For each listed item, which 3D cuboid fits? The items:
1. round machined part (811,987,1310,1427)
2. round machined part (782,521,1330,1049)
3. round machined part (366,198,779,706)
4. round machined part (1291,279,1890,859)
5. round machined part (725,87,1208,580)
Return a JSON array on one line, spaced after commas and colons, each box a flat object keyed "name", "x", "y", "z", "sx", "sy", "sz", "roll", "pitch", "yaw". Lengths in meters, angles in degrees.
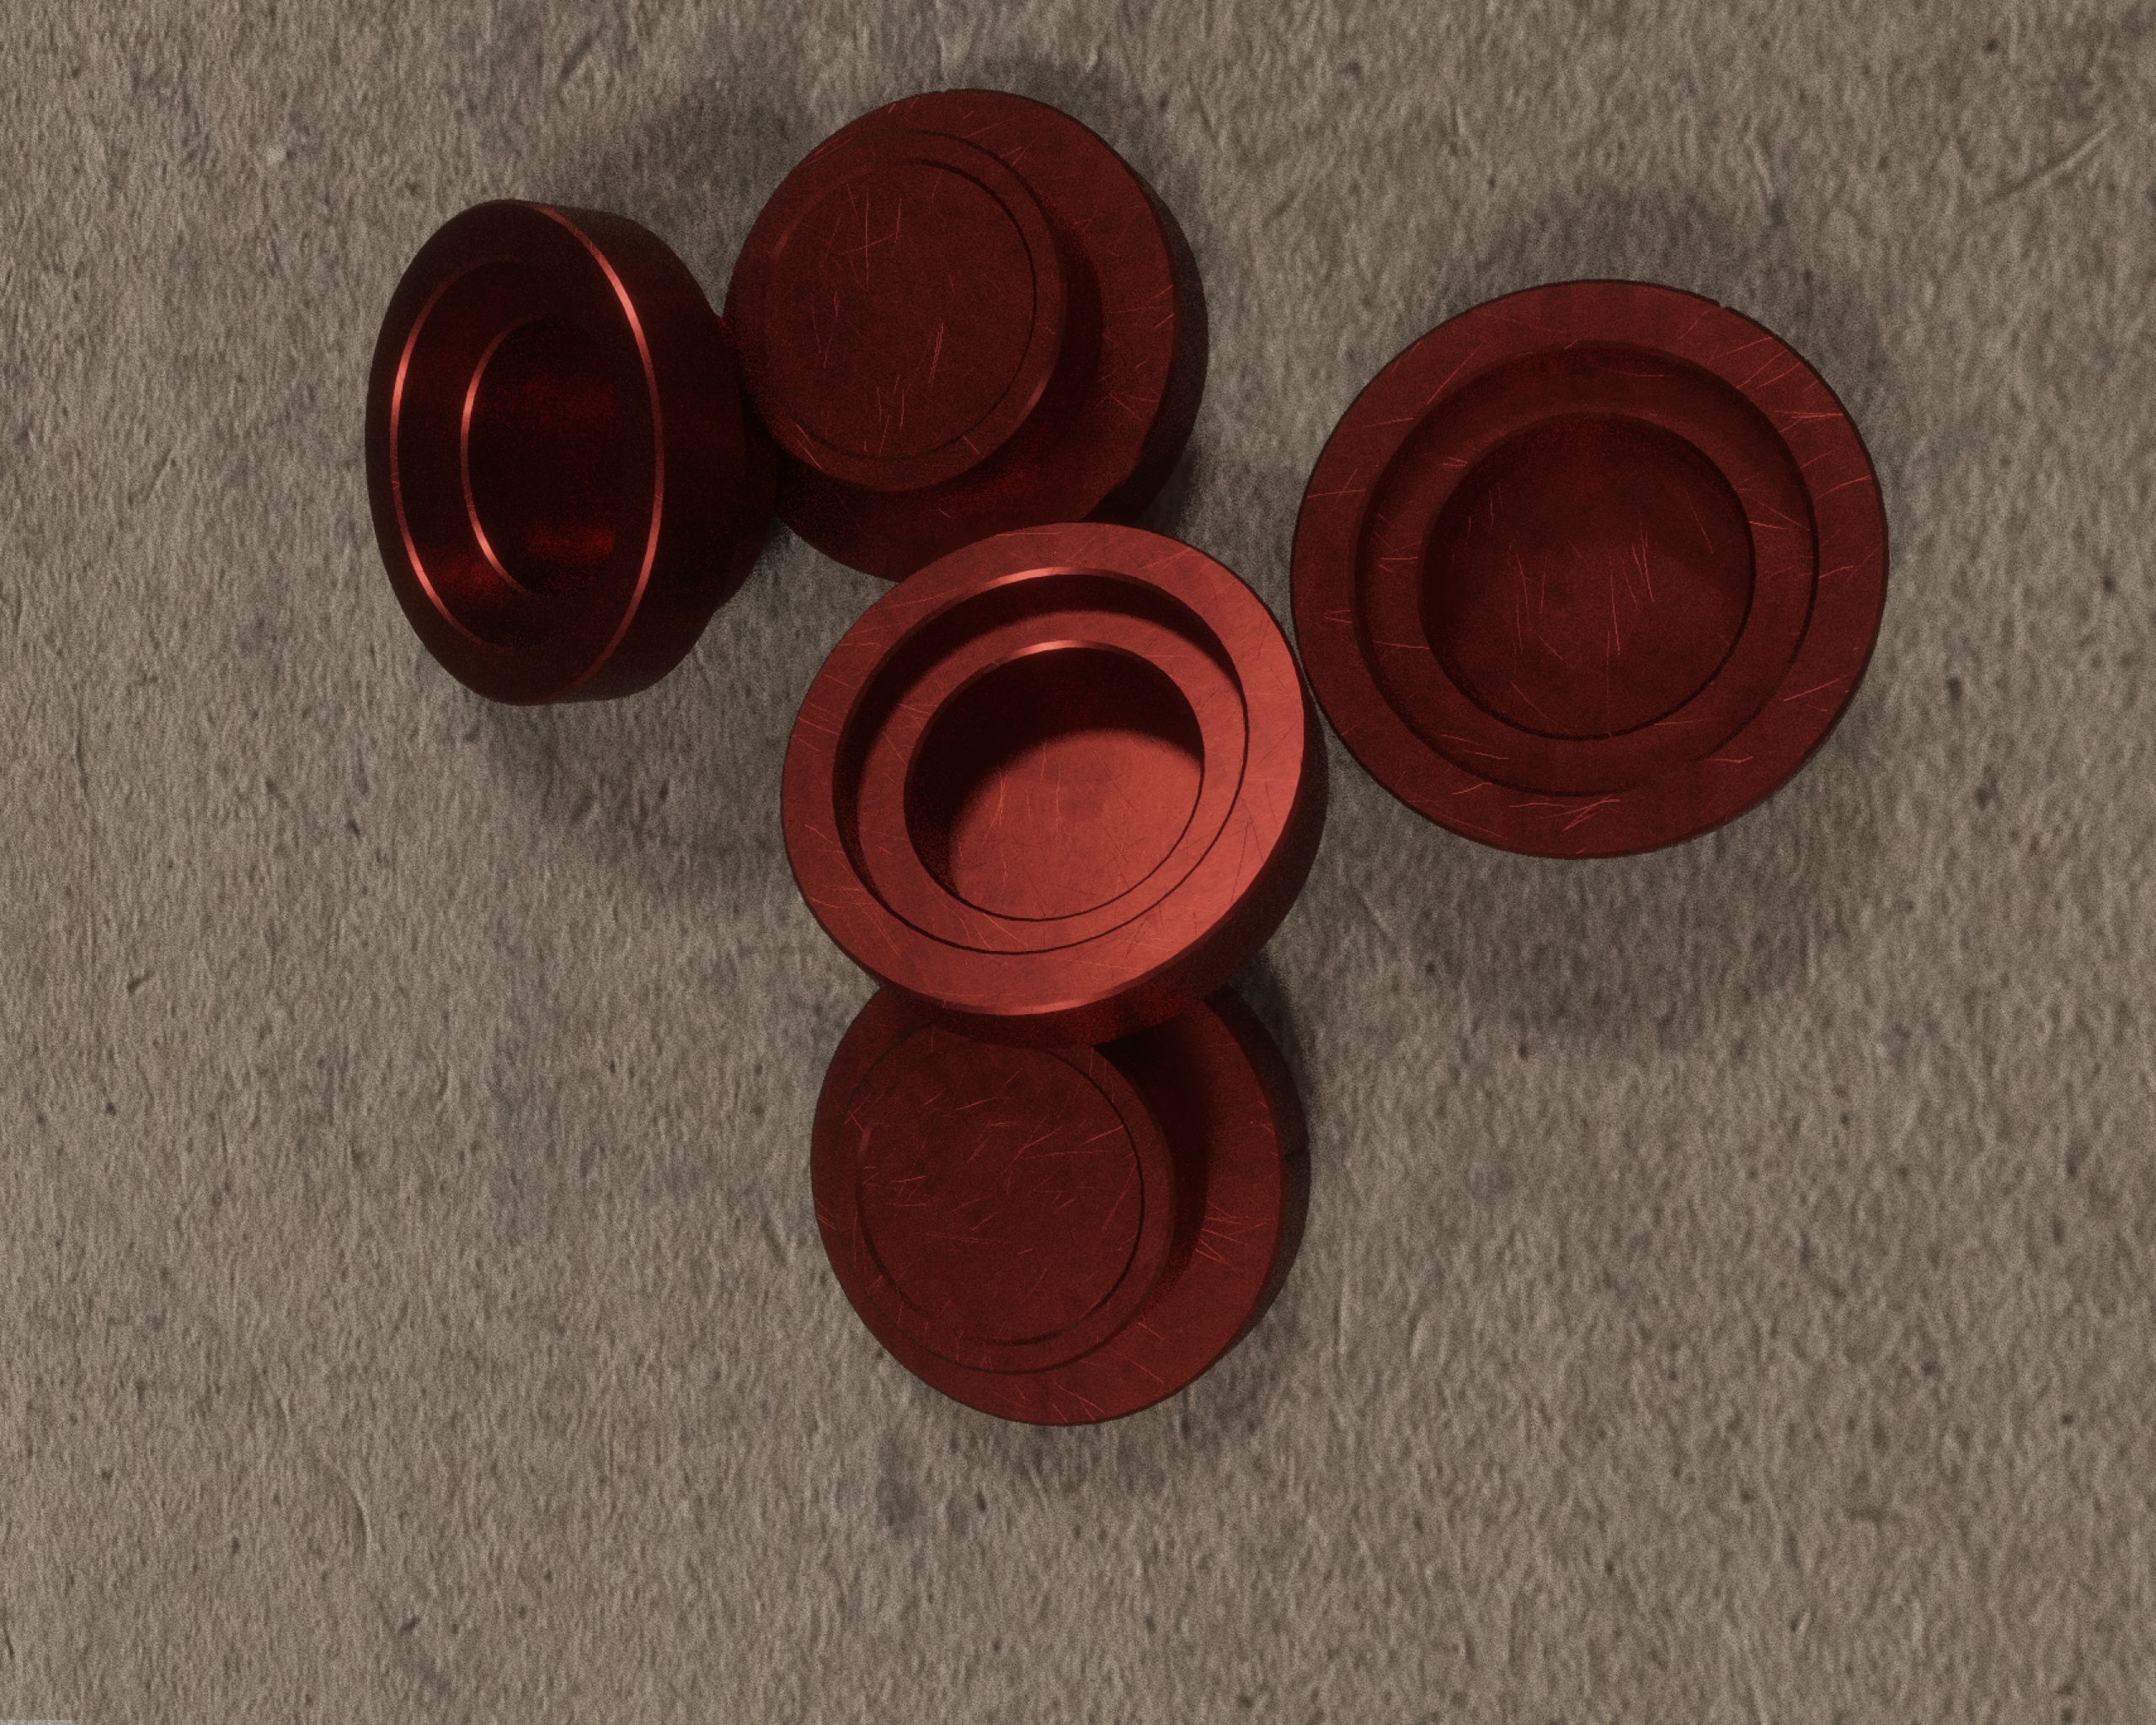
[{"name": "round machined part", "x": -0.008, "y": 0.060, "z": 0.402, "sx": 0.098, "sy": 0.042, "sz": 0.097, "roll": 0, "pitch": 90, "yaw": 19}, {"name": "round machined part", "x": -0.002, "y": -0.011, "z": 0.390, "sx": 0.098, "sy": 0.042, "sz": 0.098, "roll": -6, "pitch": 65, "yaw": 14}, {"name": "round machined part", "x": -0.099, "y": -0.082, "z": 0.423, "sx": 0.098, "sy": 0.042, "sz": 0.097, "roll": 7, "pitch": 102, "yaw": 40}, {"name": "round machined part", "x": 0.090, "y": -0.049, "z": 0.369, "sx": 0.098, "sy": 0.042, "sz": 0.097, "roll": 0, "pitch": 90, "yaw": 19}, {"name": "round machined part", "x": -0.027, "y": -0.104, "z": 0.409, "sx": 0.098, "sy": 0.042, "sz": 0.097, "roll": 0, "pitch": 90, "yaw": 19}]
